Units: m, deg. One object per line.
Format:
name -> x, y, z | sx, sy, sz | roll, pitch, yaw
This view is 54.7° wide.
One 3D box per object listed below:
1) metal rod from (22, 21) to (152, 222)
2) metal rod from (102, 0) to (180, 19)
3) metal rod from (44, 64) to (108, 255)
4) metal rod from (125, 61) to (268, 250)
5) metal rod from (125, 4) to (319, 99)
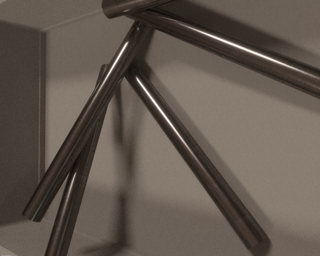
metal rod -> -0.088, -0.020, 0.401 | 0.025, 0.025, 0.299 | 23, 80, 37
metal rod -> 0.068, -0.157, 0.314 | 0.300, 0.025, 0.025 | -4, 88, 28
metal rod -> -0.103, 0.045, 0.412 | 0.025, 0.025, 0.299 | -9, 60, 39
metal rod -> 0.023, 0.009, 0.385 | 0.025, 0.025, 0.299 | -50, 61, 28
metal rod -> 0.046, -0.103, 0.348 | 0.300, 0.025, 0.025 | 32, 110, 29
